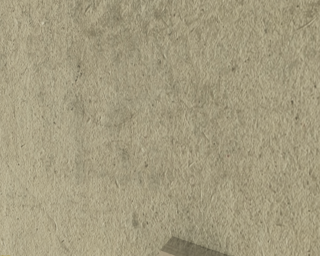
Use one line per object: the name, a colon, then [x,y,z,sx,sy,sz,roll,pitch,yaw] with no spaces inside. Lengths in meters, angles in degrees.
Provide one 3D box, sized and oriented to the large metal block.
large metal block: [0.038,0.193,0.382,0.080,0.050,0.080,13,94,19]
